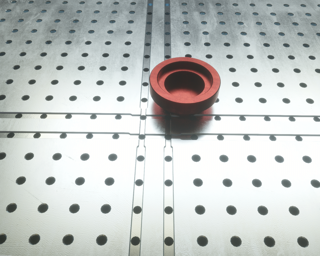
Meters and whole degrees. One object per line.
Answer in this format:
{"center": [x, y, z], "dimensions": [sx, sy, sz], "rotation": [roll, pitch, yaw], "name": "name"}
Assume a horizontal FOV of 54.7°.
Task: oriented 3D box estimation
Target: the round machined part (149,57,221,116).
{"center": [0.034, -0.055, 0.443], "dimensions": [0.099, 0.042, 0.098], "rotation": [0, 50, 0], "name": "round machined part"}
